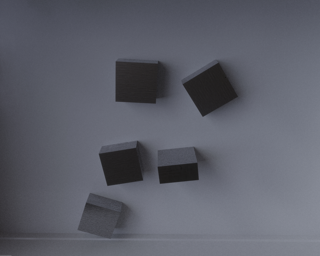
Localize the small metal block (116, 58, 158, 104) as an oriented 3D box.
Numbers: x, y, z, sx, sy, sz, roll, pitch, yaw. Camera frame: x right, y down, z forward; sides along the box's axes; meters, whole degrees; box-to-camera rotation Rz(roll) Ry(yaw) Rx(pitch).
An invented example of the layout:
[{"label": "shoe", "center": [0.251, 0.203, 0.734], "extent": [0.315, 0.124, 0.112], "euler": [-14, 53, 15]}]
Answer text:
[{"label": "small metal block", "center": [-0.029, -0.059, 0.389], "extent": [0.050, 0.025, 0.050], "euler": [3, 110, -1]}]

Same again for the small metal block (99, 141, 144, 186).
[{"label": "small metal block", "center": [-0.052, 0.049, 0.429], "extent": [0.050, 0.025, 0.050], "euler": [-9, 110, 3]}]

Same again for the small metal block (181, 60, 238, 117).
[{"label": "small metal block", "center": [0.062, -0.050, 0.393], "extent": [0.050, 0.025, 0.050], "euler": [-31, 108, 10]}]

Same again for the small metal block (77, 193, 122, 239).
[{"label": "small metal block", "center": [-0.088, 0.130, 0.458], "extent": [0.050, 0.025, 0.050], "euler": [18, 109, -7]}]

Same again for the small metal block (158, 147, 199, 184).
[{"label": "small metal block", "center": [0.023, 0.049, 0.416], "extent": [0.050, 0.050, 0.025], "euler": [-6, 110, 2]}]
